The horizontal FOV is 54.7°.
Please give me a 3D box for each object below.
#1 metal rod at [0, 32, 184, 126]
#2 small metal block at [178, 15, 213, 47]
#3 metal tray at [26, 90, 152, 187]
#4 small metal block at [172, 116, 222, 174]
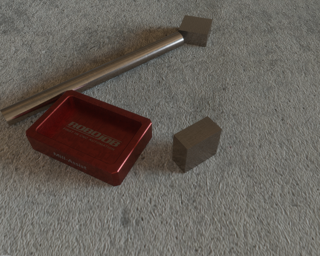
[{"bbox_3d":[-0.087,-0.083,0.471,0.302,0.025,0.025,-30,57,-24],"label":"metal rod"},{"bbox_3d":[0.062,-0.173,0.549,0.050,0.025,0.050,12,51,10],"label":"small metal block"},{"bbox_3d":[-0.087,0.008,0.392,0.130,0.030,0.090,21,53,16],"label":"metal tray"},{"bbox_3d":[0.043,0.020,0.370,0.050,0.050,0.025,-28,56,-22],"label":"small metal block"}]
